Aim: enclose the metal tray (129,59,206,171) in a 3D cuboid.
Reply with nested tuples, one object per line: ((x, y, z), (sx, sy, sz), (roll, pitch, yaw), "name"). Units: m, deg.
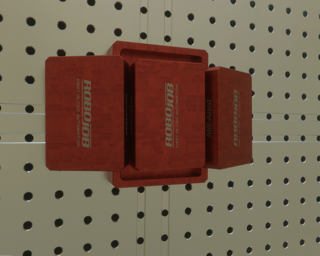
((0.009, -0.015, 0.382), (0.091, 0.030, 0.129), (0, 90, -21), "metal tray")

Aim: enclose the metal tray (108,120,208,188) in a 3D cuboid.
((-0.001, 0.029, 0.411), (0.131, 0.030, 0.089), (0, 90, -21), "metal tray")

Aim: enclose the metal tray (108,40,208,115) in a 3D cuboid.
((-0.001, -0.061, 0.410), (0.131, 0.030, 0.089), (0, 90, -21), "metal tray")

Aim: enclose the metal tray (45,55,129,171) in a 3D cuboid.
((-0.084, -0.017, 0.360), (0.091, 0.030, 0.129), (0, 90, 5), "metal tray")

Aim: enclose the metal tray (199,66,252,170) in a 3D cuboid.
((0.092, -0.013, 0.425), (0.091, 0.030, 0.129), (-1, 91, -47), "metal tray")
